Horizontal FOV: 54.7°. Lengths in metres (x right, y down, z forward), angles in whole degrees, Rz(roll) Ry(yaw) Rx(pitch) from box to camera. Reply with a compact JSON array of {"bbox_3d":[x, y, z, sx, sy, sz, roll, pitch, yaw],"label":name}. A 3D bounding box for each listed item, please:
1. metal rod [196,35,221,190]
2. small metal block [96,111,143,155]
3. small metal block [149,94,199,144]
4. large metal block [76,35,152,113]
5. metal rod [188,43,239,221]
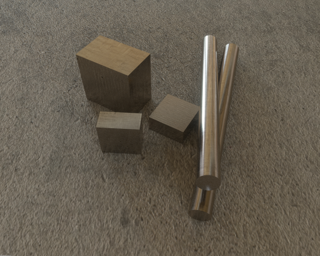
[{"bbox_3d":[0.066,-0.046,0.418,0.025,0.025,0.300,6,43,4],"label":"metal rod"},{"bbox_3d":[-0.048,0.007,0.381,0.050,0.050,0.025,3,50,2],"label":"small metal block"},{"bbox_3d":[0.020,-0.013,0.415,0.050,0.025,0.050,24,54,19],"label":"small metal block"},{"bbox_3d":[-0.060,-0.069,0.425,0.080,0.080,0.050,24,54,19],"label":"large metal block"},{"bbox_3d":[0.080,-0.019,0.419,0.025,0.025,0.300,12,51,9],"label":"metal rod"}]
